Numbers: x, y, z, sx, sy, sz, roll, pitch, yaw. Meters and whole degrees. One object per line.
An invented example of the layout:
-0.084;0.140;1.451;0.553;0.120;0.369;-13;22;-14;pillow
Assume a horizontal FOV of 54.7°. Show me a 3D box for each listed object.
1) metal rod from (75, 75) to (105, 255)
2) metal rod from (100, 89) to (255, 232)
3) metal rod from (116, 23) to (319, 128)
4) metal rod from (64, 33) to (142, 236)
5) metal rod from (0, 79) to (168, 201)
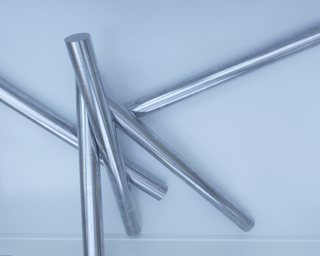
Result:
-0.083;0.077;0.373;0.025;0.025;0.298;-4;85;1;metal rod
0.027;0.051;0.413;0.025;0.025;0.300;-43;111;14;metal rod
0.064;-0.061;0.388;0.301;0.025;0.025;-22;109;7;metal rod
-0.059;0.033;0.381;0.025;0.025;0.298;-7;126;3;metal rod
-0.117;0.011;0.413;0.301;0.025;0.025;34;106;-12;metal rod
